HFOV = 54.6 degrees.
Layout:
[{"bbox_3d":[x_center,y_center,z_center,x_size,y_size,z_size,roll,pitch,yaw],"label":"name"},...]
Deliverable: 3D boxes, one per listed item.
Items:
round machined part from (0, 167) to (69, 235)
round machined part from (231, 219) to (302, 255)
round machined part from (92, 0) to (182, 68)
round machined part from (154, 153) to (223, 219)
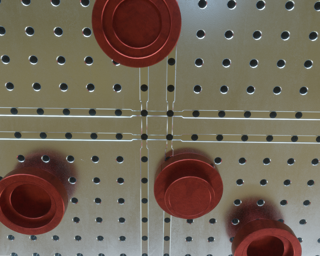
[{"bbox_3d":[-0.179,0.098,0.439,0.099,0.042,0.097,0,110,0],"label":"round machined part"},{"bbox_3d":[0.158,0.179,0.471,0.099,0.042,0.097,0,110,0],"label":"round machined part"},{"bbox_3d":[-0.025,-0.122,0.359,0.099,0.042,0.097,0,110,0],"label":"round machined part"},{"bbox_3d":[0.040,0.088,0.437,0.099,0.042,0.097,0,110,0],"label":"round machined part"}]
